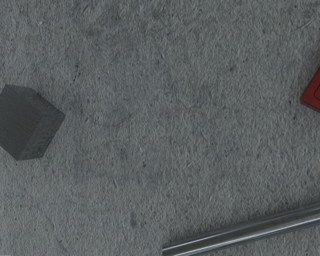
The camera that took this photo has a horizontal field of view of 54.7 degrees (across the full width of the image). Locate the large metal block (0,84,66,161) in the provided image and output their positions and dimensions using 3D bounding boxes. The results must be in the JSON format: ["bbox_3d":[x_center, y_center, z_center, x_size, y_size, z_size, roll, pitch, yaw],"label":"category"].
[{"bbox_3d":[-0.204,-0.008,0.466,0.080,0.050,0.080,36,101,16],"label":"large metal block"}]

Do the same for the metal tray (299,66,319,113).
[{"bbox_3d":[0.231,-0.037,0.325,0.130,0.030,0.090,31,100,17],"label":"metal tray"}]

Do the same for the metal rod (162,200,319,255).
[{"bbox_3d":[0.141,0.110,0.359,0.300,0.025,0.025,-22,83,18],"label":"metal rod"}]
